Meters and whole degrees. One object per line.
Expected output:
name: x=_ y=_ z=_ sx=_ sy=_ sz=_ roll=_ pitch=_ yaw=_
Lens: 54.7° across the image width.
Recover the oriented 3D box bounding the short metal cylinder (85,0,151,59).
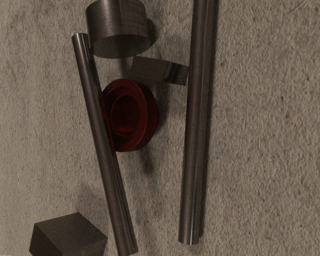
short metal cylinder: x=-0.056 y=-0.131 z=0.413 sx=0.080 sy=0.081 sz=0.050 roll=-14 pitch=81 yaw=39

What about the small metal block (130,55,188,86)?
small metal block: x=0.000 y=-0.071 z=0.387 sx=0.050 sy=0.050 sz=0.025 roll=19 pitch=102 yaw=38

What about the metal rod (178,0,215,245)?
metal rod: x=0.043 y=-0.012 z=0.367 sx=0.025 sy=0.025 sz=0.298 roll=6 pitch=94 yaw=39

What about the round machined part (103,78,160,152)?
round machined part: x=-0.040 y=-0.017 z=0.425 sx=0.098 sy=0.042 sz=0.097 roll=0 pitch=90 yaw=39

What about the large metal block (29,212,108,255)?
large metal block: x=-0.143 y=0.182 z=0.484 sx=0.080 sy=0.081 sz=0.050 roll=25 pitch=106 yaw=37

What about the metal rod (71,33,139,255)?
metal rod: x=-0.076 y=0.013 z=0.410 sx=0.025 sy=0.025 sz=0.299 roll=-24 pitch=75 yaw=37
